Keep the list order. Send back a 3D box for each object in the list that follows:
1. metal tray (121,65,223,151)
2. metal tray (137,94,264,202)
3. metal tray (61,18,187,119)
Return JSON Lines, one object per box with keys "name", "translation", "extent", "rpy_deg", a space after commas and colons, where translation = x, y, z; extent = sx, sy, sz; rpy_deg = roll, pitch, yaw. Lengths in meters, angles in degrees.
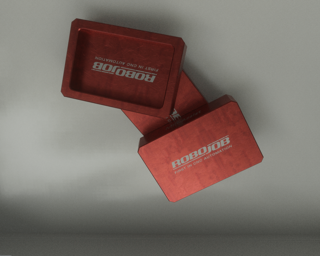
{"name": "metal tray", "translation": [0.024, -0.009, 0.406], "extent": [0.090, 0.030, 0.130], "rpy_deg": [-36, 107, 12]}
{"name": "metal tray", "translation": [0.050, 0.027, 0.387], "extent": [0.130, 0.030, 0.090], "rpy_deg": [-27, 109, 9]}
{"name": "metal tray", "translation": [-0.042, -0.068, 0.359], "extent": [0.131, 0.030, 0.089], "rpy_deg": [13, 99, 8]}
